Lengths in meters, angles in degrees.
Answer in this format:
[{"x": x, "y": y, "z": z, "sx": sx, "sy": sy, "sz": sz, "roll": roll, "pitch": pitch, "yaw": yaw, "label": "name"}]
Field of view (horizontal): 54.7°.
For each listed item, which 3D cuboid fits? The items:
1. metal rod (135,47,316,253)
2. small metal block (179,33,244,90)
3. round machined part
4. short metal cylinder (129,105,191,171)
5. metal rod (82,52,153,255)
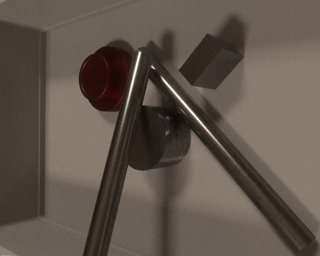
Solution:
[{"x": 0.055, "y": 0.005, "z": 0.359, "sx": 0.300, "sy": 0.025, "sz": 0.025, "roll": 52, "pitch": 120, "yaw": 27, "label": "metal rod"}, {"x": 0.057, "y": -0.071, "z": 0.342, "sx": 0.050, "sy": 0.050, "sz": 0.025, "roll": -50, "pitch": 61, "yaw": 28, "label": "small metal block"}, {"x": -0.084, "y": -0.074, "z": 0.462, "sx": 0.098, "sy": 0.042, "sz": 0.097, "roll": 0, "pitch": 90, "yaw": 39, "label": "round machined part"}, {"x": -0.008, "y": 0.012, "z": 0.395, "sx": 0.080, "sy": 0.050, "sz": 0.079, "roll": 0, "pitch": 90, "yaw": 39, "label": "short metal cylinder"}, {"x": -0.051, "y": 0.055, "z": 0.345, "sx": 0.025, "sy": 0.025, "sz": 0.299, "roll": 1, "pitch": 72, "yaw": 39, "label": "metal rod"}]
